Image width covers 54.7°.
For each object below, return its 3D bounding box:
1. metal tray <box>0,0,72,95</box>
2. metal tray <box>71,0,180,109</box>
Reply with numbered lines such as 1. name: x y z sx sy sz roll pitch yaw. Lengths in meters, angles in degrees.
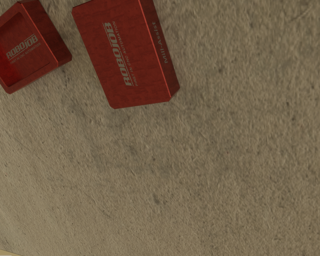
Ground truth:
1. metal tray: -0.195 -0.110 0.435 0.130 0.030 0.090 -17 110 34
2. metal tray: -0.039 -0.091 0.367 0.090 0.030 0.129 -6 116 30
